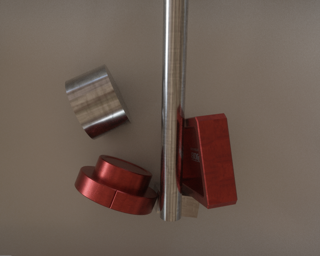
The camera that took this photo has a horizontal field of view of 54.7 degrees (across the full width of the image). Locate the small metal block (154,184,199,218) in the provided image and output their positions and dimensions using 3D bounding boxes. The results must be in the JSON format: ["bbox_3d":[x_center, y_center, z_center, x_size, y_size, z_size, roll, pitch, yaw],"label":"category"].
[{"bbox_3d":[0.019,0.092,0.396,0.050,0.050,0.025,10,91,-9],"label":"small metal block"}]

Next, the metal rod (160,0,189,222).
[{"bbox_3d":[0.014,-0.043,0.325,0.025,0.025,0.298,1,103,-1],"label":"metal rod"}]

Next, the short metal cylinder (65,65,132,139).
[{"bbox_3d":[-0.074,-0.032,0.383,0.050,0.080,0.080,-24,90,0],"label":"short metal cylinder"}]

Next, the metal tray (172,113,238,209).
[{"bbox_3d":[0.044,0.033,0.358,0.030,0.130,0.089,-7,90,-10],"label":"metal tray"}]

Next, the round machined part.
[{"bbox_3d":[-0.048,0.064,0.374,0.098,0.098,0.042,21,90,-1],"label":"round machined part"}]
